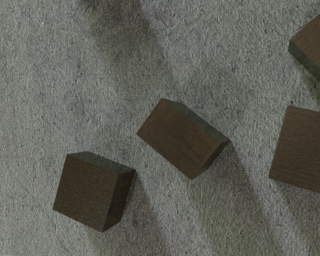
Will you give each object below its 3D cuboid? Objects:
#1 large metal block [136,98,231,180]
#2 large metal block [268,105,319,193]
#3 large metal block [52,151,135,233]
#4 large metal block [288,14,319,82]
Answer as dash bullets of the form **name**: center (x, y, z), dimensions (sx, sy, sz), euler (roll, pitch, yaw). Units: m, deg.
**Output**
- **large metal block**: center (0.031, 0.011, 0.369), dimensions (0.080, 0.080, 0.050), euler (39, 103, 16)
- **large metal block**: center (0.170, 0.025, 0.336), dimensions (0.080, 0.050, 0.080), euler (15, 95, 19)
- **large metal block**: center (-0.090, 0.084, 0.428), dimensions (0.080, 0.050, 0.080), euler (18, 96, 19)
- **large metal block**: center (0.197, -0.088, 0.326), dimensions (0.080, 0.050, 0.080), euler (-42, 77, 15)
